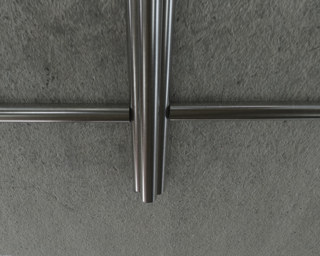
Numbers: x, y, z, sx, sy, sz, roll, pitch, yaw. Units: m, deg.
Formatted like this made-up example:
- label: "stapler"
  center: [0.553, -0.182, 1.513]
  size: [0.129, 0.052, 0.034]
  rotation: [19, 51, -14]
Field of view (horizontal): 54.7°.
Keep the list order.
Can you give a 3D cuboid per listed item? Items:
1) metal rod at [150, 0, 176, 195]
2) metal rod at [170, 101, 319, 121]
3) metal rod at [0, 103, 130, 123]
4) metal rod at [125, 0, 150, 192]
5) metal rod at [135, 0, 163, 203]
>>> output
- label: "metal rod"
  center: [-0.001, -0.017, 0.395]
  size: [0.025, 0.025, 0.298]
  rotation: [1, 130, -1]
- label: "metal rod"
  center: [0.163, -0.022, 0.392]
  size: [0.302, 0.025, 0.025]
  rotation: [0, 130, -1]
- label: "metal rod"
  center: [-0.189, -0.019, 0.389]
  size: [0.302, 0.025, 0.025]
  rotation: [0, 130, -1]
- label: "metal rod"
  center: [-0.025, -0.022, 0.391]
  size: [0.025, 0.025, 0.298]
  rotation: [1, 130, -1]
- label: "metal rod"
  center: [-0.014, -0.010, 0.374]
  size: [0.025, 0.025, 0.298]
  rotation: [1, 130, -1]
